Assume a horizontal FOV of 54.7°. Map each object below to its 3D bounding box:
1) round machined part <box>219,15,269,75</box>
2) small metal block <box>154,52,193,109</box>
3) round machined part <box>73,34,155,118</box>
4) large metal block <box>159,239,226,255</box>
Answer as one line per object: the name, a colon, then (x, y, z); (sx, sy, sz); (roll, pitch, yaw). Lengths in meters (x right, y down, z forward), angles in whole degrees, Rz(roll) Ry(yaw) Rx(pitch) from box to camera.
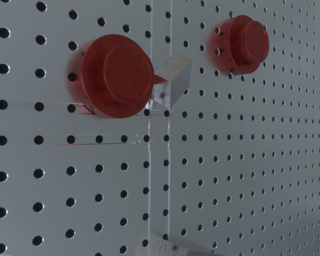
round machined part: (0.147, -0.141, 0.520); (0.099, 0.042, 0.097); (0, 90, -40)
small metal block: (0.017, -0.062, 0.406); (0.050, 0.025, 0.050); (-50, 158, -30)
round machined part: (-0.045, -0.060, 0.360); (0.099, 0.042, 0.097); (0, 90, -40)
large metal block: (0.039, 0.205, 0.426); (0.080, 0.050, 0.080); (26, 74, -37)
